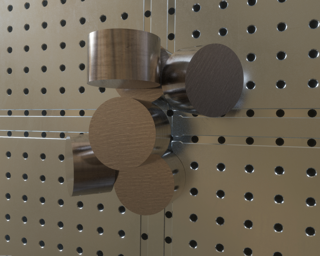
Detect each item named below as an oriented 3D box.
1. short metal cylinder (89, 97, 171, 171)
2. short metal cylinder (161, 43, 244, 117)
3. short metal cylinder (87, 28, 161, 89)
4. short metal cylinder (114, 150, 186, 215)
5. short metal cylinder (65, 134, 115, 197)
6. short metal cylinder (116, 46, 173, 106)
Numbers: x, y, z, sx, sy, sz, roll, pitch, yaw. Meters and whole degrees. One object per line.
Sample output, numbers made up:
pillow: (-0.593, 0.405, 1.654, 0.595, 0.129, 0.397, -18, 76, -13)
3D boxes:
short metal cylinder: (-0.033, 0.006, 0.357, 0.080, 0.050, 0.079, 0, 90, 20)
short metal cylinder: (0.049, -0.055, 0.359, 0.050, 0.081, 0.079, 16, 97, 60)
short metal cylinder: (-0.040, -0.073, 0.343, 0.080, 0.080, 0.050, 1, 90, 20)
short metal cylinder: (-0.012, 0.067, 0.403, 0.080, 0.050, 0.079, 0, 91, 19)
short metal cylinder: (-0.095, 0.048, 0.411, 0.050, 0.080, 0.080, -2, 89, -24)
short metal cylinder: (-0.015, -0.069, 0.404, 0.080, 0.050, 0.079, 0, 91, 20)
